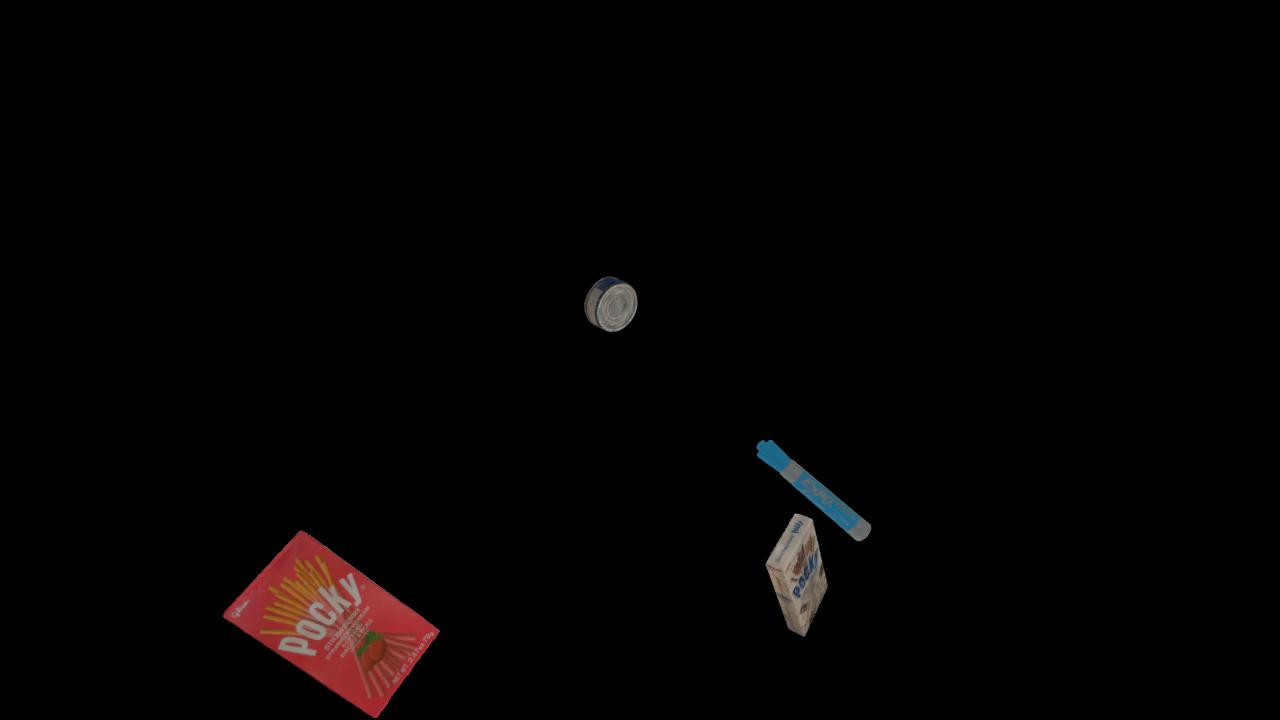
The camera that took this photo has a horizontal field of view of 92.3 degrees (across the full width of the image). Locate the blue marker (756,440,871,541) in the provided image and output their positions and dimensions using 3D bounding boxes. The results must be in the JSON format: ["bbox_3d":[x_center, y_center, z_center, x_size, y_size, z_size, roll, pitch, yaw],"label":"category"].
[{"bbox_3d":[0.147,0.110,0.524,0.121,0.020,0.020,40,-4,-5],"label":"blue marker"}]

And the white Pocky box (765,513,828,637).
[{"bbox_3d":[0.202,0.274,0.781,0.028,0.154,0.084,12,47,38],"label":"white Pocky box"}]

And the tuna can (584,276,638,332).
[{"bbox_3d":[-0.044,-0.087,0.972,0.084,0.084,0.034,0,22,-43],"label":"tuna can"}]

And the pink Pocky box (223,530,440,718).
[{"bbox_3d":[-0.263,0.228,0.534,0.155,0.084,0.029,43,-29,-12],"label":"pink Pocky box"}]
